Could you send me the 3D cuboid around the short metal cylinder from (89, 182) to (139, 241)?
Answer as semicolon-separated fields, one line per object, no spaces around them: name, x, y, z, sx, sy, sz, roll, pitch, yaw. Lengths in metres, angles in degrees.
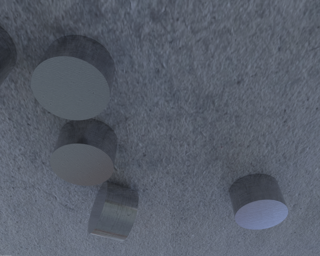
short metal cylinder;-0.073;0.129;0.480;0.050;0.080;0.079;21;127;-17

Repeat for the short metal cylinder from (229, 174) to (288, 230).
short metal cylinder;0.155;0.118;0.494;0.081;0.050;0.079;0;130;0

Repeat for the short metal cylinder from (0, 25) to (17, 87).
short metal cylinder;-0.201;-0.074;0.325;0.081;0.050;0.079;0;130;0

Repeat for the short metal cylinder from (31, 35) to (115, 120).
short metal cylinder;-0.093;-0.055;0.343;0.081;0.050;0.079;0;130;0

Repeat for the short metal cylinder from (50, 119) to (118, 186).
short metal cylinder;-0.100;0.033;0.417;0.081;0.050;0.079;0;130;0
